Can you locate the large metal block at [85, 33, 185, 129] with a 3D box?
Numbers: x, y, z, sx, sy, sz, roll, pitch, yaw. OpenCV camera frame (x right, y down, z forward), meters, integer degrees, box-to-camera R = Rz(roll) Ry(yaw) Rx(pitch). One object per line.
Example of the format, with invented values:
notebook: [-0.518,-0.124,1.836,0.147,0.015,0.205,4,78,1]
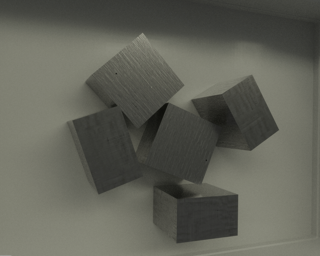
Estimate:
large metal block: [-0.032,-0.055,0.384,0.080,0.050,0.080,-44,104,-15]

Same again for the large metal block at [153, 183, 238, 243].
large metal block: [0.043,0.104,0.398,0.081,0.080,0.050,1,90,-20]

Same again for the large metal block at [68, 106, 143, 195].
large metal block: [-0.066,0.022,0.356,0.050,0.080,0.080,-20,97,-19]

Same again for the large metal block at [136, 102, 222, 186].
large metal block: [0.022,0.021,0.405,0.080,0.050,0.080,24,82,-19]

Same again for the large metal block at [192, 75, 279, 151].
large metal block: [0.099,-0.019,0.417,0.050,0.080,0.080,-33,101,-17]
